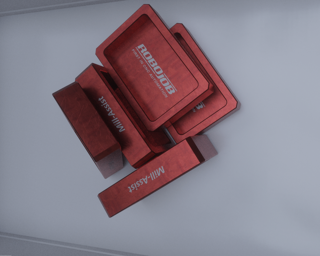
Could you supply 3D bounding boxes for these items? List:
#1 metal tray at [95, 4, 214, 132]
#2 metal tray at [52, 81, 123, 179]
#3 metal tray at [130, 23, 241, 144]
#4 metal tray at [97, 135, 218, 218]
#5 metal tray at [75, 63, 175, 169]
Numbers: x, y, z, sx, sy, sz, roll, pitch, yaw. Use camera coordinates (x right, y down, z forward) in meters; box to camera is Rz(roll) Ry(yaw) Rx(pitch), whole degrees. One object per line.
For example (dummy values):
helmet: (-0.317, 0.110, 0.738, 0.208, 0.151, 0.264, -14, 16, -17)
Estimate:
metal tray: (-0.008, -0.071, 0.376, 0.090, 0.030, 0.130, -38, 78, 16)
metal tray: (-0.083, 0.010, 0.383, 0.030, 0.130, 0.090, -33, 78, -14)
metal tray: (0.029, -0.055, 0.397, 0.090, 0.030, 0.130, -36, 78, 17)
metal tray: (0.001, 0.055, 0.373, 0.130, 0.090, 0.030, -34, 79, 16)
metal tray: (-0.039, -0.015, 0.386, 0.030, 0.090, 0.130, -39, 78, 16)
